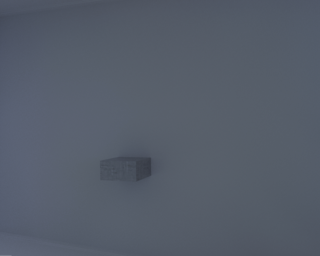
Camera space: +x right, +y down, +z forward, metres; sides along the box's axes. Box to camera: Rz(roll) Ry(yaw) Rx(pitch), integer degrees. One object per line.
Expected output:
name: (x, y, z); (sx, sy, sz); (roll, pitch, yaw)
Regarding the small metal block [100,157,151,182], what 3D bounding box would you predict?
small metal block: (-0.045, 0.054, 0.412); (0.050, 0.050, 0.025); (-1, 90, 19)
